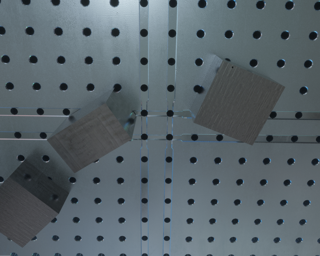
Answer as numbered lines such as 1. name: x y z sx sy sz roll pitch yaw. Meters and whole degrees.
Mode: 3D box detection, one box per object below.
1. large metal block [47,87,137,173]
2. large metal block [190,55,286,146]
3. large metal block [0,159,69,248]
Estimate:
1. large metal block: -0.079 -0.001 0.383 0.080 0.080 0.050 -31 107 10
2. large metal block: 0.092 -0.036 0.388 0.080 0.050 0.080 21 109 -8
3. large metal block: -0.192 0.106 0.438 0.080 0.050 0.080 -43 105 14
